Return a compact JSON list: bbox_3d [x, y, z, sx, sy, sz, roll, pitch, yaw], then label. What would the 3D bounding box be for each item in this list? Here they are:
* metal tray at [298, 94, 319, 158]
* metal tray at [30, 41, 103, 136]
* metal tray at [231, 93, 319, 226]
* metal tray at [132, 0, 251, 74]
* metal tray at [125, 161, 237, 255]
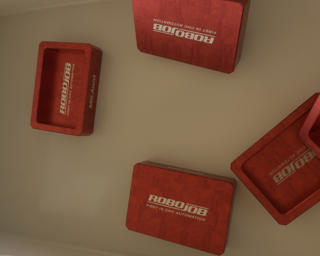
[{"bbox_3d":[0.185,-0.011,0.269,0.030,0.129,0.090,-15,48,-20],"label":"metal tray"},{"bbox_3d":[-0.138,-0.058,0.456,0.090,0.030,0.129,8,93,19],"label":"metal tray"},{"bbox_3d":[0.159,0.035,0.351,0.130,0.030,0.090,-43,77,14],"label":"metal tray"},{"bbox_3d":[0.033,-0.122,0.367,0.130,0.090,0.030,18,51,19],"label":"metal tray"},{"bbox_3d":[0.025,0.099,0.399,0.130,0.030,0.089,9,93,19],"label":"metal tray"}]
